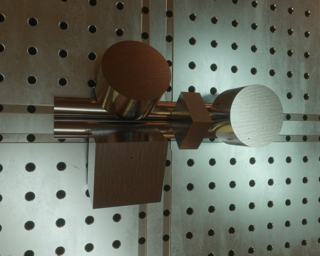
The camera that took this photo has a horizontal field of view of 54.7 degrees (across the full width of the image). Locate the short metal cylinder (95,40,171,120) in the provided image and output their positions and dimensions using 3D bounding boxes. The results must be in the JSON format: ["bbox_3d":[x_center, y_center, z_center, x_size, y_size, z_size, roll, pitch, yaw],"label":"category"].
[{"bbox_3d":[-0.033,-0.056,0.368,0.081,0.050,0.080,8,63,-17],"label":"short metal cylinder"}]

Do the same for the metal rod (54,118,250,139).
[{"bbox_3d":[0.017,0.002,0.416,0.303,0.025,0.025,1,90,-20],"label":"metal rod"}]

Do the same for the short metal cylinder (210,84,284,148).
[{"bbox_3d":[0.114,-0.015,0.411,0.081,0.050,0.079,0,90,-20],"label":"short metal cylinder"}]

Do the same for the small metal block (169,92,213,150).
[{"bbox_3d":[0.036,-0.009,0.379,0.025,0.050,0.050,1,48,-20],"label":"small metal block"}]

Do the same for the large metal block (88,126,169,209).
[{"bbox_3d":[-0.041,0.044,0.366,0.081,0.050,0.079,-1,111,-20],"label":"large metal block"}]

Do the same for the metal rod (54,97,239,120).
[{"bbox_3d":[0.017,-0.023,0.416,0.303,0.025,0.025,1,90,-20],"label":"metal rod"}]
